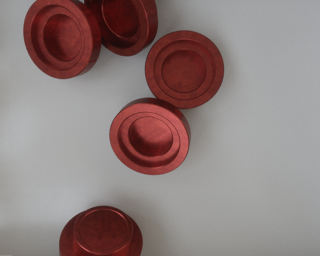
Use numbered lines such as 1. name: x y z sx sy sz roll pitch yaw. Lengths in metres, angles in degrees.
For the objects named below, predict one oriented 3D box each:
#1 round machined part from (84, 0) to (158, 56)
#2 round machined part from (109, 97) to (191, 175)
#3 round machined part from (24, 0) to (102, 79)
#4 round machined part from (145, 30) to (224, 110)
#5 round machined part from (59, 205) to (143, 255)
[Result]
1. round machined part: -0.043 -0.143 0.384 0.098 0.098 0.042 45 51 -1
2. round machined part: -0.010 0.007 0.390 0.098 0.042 0.097 4 116 10
3. round machined part: -0.116 -0.113 0.389 0.098 0.042 0.097 6 110 18
4. round machined part: 0.030 -0.072 0.403 0.099 0.042 0.097 0 90 -1
5. round machined part: -0.069 0.133 0.371 0.099 0.098 0.042 12 124 -1
